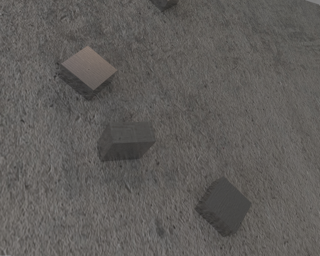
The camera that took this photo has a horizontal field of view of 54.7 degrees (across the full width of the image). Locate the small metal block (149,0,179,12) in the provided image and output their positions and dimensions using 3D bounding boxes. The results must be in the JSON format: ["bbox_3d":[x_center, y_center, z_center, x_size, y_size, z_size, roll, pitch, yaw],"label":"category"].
[{"bbox_3d":[0.005,-0.241,0.553,0.050,0.025,0.050,44,51,2],"label":"small metal block"}]

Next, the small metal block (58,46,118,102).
[{"bbox_3d":[-0.092,-0.070,0.397,0.050,0.025,0.050,40,51,-1],"label":"small metal block"}]

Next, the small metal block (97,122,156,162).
[{"bbox_3d":[-0.040,0.016,0.356,0.050,0.050,0.025,-1,63,-29],"label":"small metal block"}]

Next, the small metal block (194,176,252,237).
[{"bbox_3d":[0.079,0.098,0.387,0.050,0.025,0.050,44,51,2],"label":"small metal block"}]
